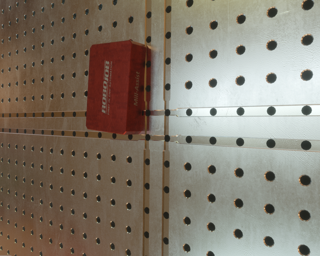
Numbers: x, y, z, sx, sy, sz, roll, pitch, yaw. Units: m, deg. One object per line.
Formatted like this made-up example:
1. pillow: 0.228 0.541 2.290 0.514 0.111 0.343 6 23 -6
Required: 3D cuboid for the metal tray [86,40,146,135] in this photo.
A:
1. metal tray: -0.067 -0.059 0.459 0.090 0.030 0.129 7 94 39
